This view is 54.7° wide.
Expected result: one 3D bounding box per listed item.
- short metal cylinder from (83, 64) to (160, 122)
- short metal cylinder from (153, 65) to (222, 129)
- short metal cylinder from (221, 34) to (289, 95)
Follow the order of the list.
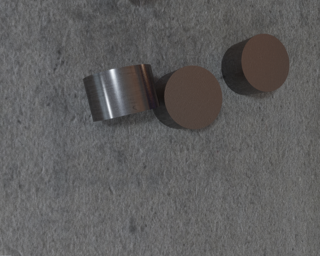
[{"bbox_3d":[-0.044,-0.041,0.364,0.081,0.080,0.050,-15,95,-20],"label":"short metal cylinder"},{"bbox_3d":[0.034,-0.038,0.410,0.081,0.050,0.079,0,90,-21],"label":"short metal cylinder"},{"bbox_3d":[0.137,-0.090,0.448,0.081,0.050,0.079,0,90,-21],"label":"short metal cylinder"}]
